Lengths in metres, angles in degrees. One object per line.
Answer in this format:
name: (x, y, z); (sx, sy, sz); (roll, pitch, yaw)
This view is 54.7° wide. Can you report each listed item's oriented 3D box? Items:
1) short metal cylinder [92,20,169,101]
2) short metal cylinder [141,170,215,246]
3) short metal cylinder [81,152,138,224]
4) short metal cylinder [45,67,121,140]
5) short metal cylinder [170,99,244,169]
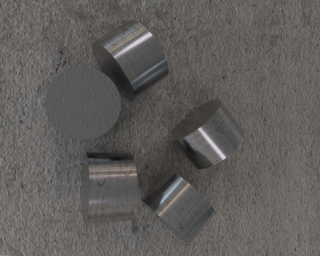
short metal cylinder: (-0.035, -0.079, 0.367); (0.050, 0.080, 0.080); (-38, 103, -16)
short metal cylinder: (0.022, 0.099, 0.388); (0.050, 0.080, 0.080); (-46, 104, -14)
short metal cylinder: (-0.061, 0.067, 0.357); (0.050, 0.080, 0.080); (1, 90, -20)
short metal cylinder: (-0.091, -0.027, 0.362); (0.081, 0.050, 0.080); (0, 90, -20)
short metal cylinder: (0.060, 0.008, 0.402); (0.080, 0.080, 0.050); (-43, 104, -15)
